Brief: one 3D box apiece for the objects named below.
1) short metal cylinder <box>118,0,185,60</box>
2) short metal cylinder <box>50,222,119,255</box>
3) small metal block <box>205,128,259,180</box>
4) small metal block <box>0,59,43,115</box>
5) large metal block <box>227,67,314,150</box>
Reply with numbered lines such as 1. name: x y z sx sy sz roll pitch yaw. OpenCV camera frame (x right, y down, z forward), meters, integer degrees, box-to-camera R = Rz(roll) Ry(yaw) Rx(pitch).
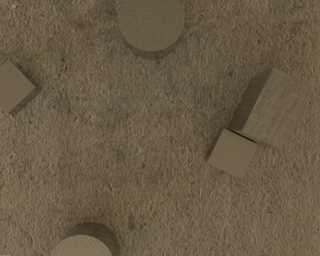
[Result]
1. short metal cylinder: -0.011 -0.132 0.397 0.081 0.050 0.079 0 90 -1
2. short metal cylinder: -0.095 0.168 0.396 0.081 0.050 0.079 0 90 -1
3. small metal block: 0.094 0.033 0.411 0.050 0.025 0.050 26 90 -1
4. small metal block: -0.194 -0.053 0.407 0.050 0.025 0.050 -43 91 0
5. large metal block: 0.131 -0.022 0.384 0.050 0.080 0.080 26 90 -1
